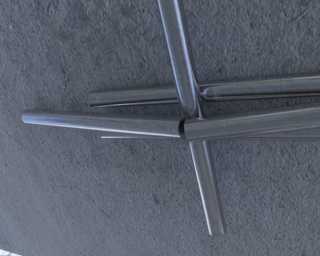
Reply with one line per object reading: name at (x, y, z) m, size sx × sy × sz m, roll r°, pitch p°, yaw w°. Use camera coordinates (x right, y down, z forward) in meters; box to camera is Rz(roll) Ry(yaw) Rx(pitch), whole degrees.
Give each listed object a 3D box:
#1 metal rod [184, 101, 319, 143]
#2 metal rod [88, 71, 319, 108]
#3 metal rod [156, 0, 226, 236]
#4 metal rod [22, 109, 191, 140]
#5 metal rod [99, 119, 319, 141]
metal rod at (0.170, -0.015, 0.277) m, size 0.301 × 0.025 × 0.025 m, roll -8°, pitch 115°, yaw 20°
metal rod at (0.041, -0.042, 0.359) m, size 0.300 × 0.025 × 0.025 m, roll -1°, pitch 118°, yaw 28°
metal rod at (0.043, 0.006, 0.356) m, size 0.025 × 0.025 × 0.298 m, roll -1°, pitch 118°, yaw 28°
metal rod at (-0.094, -0.009, 0.418) m, size 0.300 × 0.025 × 0.025 m, roll 4°, pitch 121°, yaw 36°
metal rod at (0.053, 0.002, 0.380) m, size 0.300 × 0.025 × 0.025 m, roll -1°, pitch 118°, yaw 28°
